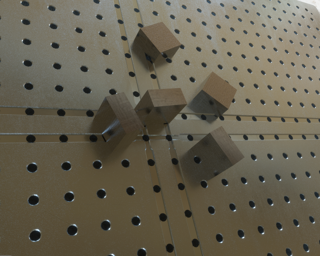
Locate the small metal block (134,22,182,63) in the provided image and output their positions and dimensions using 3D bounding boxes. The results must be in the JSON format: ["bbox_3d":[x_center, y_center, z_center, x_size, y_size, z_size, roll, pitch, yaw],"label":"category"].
[{"bbox_3d":[-0.003,-0.137,0.492,0.050,0.025,0.050,-32,80,-38],"label":"small metal block"}]

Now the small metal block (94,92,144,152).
[{"bbox_3d":[-0.050,-0.006,0.370,0.025,0.050,0.050,-21,73,-36],"label":"small metal block"}]

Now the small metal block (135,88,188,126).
[{"bbox_3d":[0.000,-0.028,0.410,0.050,0.050,0.025,-8,66,-32],"label":"small metal block"}]

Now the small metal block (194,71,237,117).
[{"bbox_3d":[0.088,-0.054,0.491,0.050,0.025,0.050,36,51,-5],"label":"small metal block"}]

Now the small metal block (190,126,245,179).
[{"bbox_3d":[0.076,0.033,0.414,0.025,0.050,0.050,-26,76,-37],"label":"small metal block"}]
